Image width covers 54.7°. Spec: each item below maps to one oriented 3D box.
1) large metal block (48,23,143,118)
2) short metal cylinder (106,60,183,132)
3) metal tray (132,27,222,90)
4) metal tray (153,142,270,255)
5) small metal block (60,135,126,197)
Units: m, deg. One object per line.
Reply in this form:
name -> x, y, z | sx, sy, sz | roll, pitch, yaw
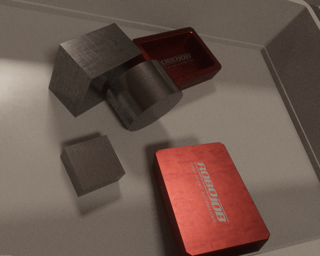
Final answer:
large metal block -> -0.078, -0.069, 0.371 | 0.050, 0.080, 0.080 | 48, 51, 4
short metal cylinder -> -0.019, -0.039, 0.386 | 0.081, 0.080, 0.050 | -27, 77, -37
metal tray -> 0.024, -0.105, 0.481 | 0.131, 0.030, 0.090 | -25, 76, -37
metal tray -> 0.050, 0.078, 0.348 | 0.091, 0.030, 0.130 | -6, 48, -15
small metal block -> -0.074, 0.041, 0.342 | 0.050, 0.025, 0.050 | -18, 71, -35
